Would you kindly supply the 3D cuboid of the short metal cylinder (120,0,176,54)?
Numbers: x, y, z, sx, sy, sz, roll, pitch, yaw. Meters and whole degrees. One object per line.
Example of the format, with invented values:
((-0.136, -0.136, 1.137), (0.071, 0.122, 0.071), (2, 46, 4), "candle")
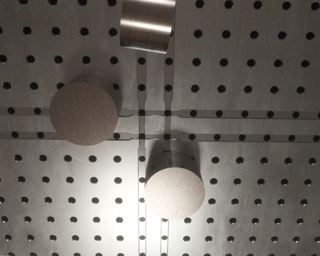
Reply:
((-0.012, -0.125, 0.338), (0.050, 0.080, 0.079), (8, 110, -4), "short metal cylinder")

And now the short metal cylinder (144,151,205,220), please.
((0.019, 0.079, 0.429), (0.081, 0.050, 0.079), (0, 110, -1), "short metal cylinder")

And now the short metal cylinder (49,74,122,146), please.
((-0.091, -0.024, 0.390), (0.081, 0.050, 0.079), (0, 110, -1), "short metal cylinder")
